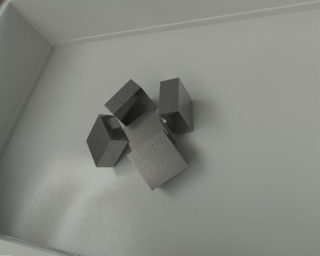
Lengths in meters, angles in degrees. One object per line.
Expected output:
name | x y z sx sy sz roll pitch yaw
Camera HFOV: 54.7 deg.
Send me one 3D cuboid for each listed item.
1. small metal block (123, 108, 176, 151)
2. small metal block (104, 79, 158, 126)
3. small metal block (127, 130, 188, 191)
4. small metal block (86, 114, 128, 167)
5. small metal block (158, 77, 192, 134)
small metal block | -0.016 0.011 0.403 0.050 0.025 0.050 -36 51 4
small metal block | -0.039 -0.030 0.424 0.050 0.050 0.025 -45 51 -3
small metal block | -0.002 0.037 0.364 0.050 0.025 0.050 -35 88 4
small metal block | -0.072 0.017 0.414 0.050 0.025 0.050 -58 45 29
small metal block | 0.021 -0.027 0.391 0.025 0.050 0.050 -10 57 21
